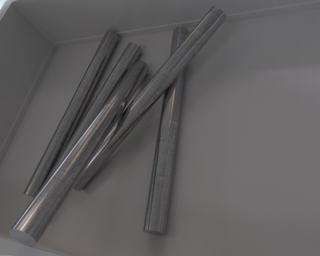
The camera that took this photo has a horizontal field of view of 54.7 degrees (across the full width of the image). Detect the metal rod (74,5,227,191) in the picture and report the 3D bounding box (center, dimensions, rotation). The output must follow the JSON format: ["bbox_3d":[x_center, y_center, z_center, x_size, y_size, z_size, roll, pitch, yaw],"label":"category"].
[{"bbox_3d":[-0.020,-0.037,0.412,0.300,0.025,0.025,-50,51,3],"label":"metal rod"}]

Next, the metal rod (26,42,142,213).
[{"bbox_3d":[-0.106,-0.005,0.464,0.025,0.025,0.300,15,69,34],"label":"metal rod"}]

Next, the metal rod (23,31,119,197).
[{"bbox_3d":[-0.134,-0.033,0.496,0.025,0.025,0.300,7,65,31],"label":"metal rod"}]

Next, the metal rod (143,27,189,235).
[{"bbox_3d":[0.013,-0.016,0.408,0.025,0.025,0.300,-6,59,25],"label":"metal rod"}]

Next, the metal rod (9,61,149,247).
[{"bbox_3d":[-0.072,0.000,0.370,0.025,0.025,0.301,-6,36,25],"label":"metal rod"}]
